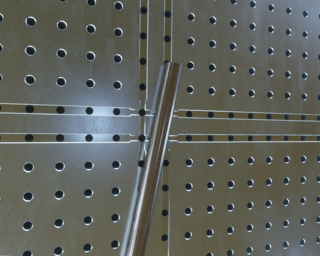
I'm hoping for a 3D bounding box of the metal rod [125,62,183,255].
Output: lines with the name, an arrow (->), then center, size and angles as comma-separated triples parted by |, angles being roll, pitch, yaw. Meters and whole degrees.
metal rod -> -0.011, 0.060, 0.409 | 0.025, 0.025, 0.298 | 13, 86, -20
